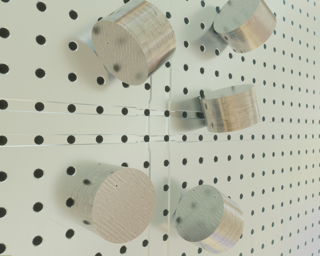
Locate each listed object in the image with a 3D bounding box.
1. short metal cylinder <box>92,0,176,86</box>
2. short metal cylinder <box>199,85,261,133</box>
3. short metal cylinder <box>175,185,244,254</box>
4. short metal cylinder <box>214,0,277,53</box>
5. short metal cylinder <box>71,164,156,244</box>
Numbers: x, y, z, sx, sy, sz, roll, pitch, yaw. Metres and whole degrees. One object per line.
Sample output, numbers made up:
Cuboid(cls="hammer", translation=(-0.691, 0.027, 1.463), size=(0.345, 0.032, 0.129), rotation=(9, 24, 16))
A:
Cuboid(cls="short metal cylinder", translation=(-0.029, -0.095, 0.348), size=(0.050, 0.080, 0.080), rotation=(-47, 118, -30))
Cuboid(cls="short metal cylinder", translation=(0.104, -0.030, 0.460), size=(0.081, 0.080, 0.050), rotation=(-25, 106, -37))
Cuboid(cls="short metal cylinder", translation=(0.068, 0.126, 0.430), size=(0.050, 0.080, 0.080), rotation=(39, 66, -33))
Cuboid(cls="short metal cylinder", translation=(0.131, -0.165, 0.483), size=(0.050, 0.080, 0.080), rotation=(35, 69, -35))
Cuboid(cls="short metal cylinder", translation=(-0.052, 0.082, 0.349), size=(0.081, 0.050, 0.079), rotation=(0, 90, -40))
